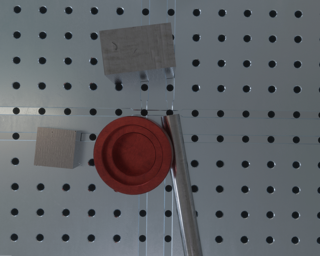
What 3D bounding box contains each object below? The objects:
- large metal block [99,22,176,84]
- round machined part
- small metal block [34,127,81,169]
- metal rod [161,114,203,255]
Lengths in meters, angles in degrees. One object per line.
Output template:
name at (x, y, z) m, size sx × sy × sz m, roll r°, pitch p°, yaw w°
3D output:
large metal block at (-0.025, -0.089, 0.385) m, size 0.080 × 0.080 × 0.050 m, roll -7°, pitch 90°, yaw 0°
round machined part at (-0.031, 0.033, 0.400) m, size 0.098 × 0.042 × 0.097 m, roll 0°, pitch 92°, yaw 8°
small metal block at (-0.135, 0.026, 0.412) m, size 0.050 × 0.025 × 0.050 m, roll 6°, pitch 90°, yaw 0°
metal rod at (0.038, 0.130, 0.413) m, size 0.025 × 0.025 × 0.298 m, roll -9°, pitch 90°, yaw 0°
